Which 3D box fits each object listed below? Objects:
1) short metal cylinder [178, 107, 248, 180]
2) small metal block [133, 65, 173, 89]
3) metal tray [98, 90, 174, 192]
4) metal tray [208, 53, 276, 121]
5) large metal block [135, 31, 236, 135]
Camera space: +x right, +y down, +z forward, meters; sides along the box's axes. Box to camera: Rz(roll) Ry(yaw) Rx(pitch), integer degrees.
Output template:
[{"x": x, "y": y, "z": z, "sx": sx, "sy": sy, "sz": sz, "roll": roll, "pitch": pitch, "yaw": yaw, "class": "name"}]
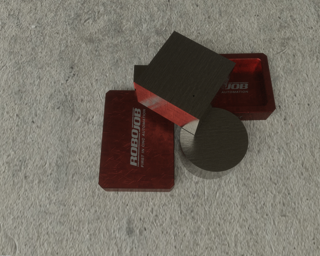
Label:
[{"x": 0.064, "y": 0.021, "z": 0.389, "sx": 0.080, "sy": 0.050, "sz": 0.080, "roll": 0, "pitch": 70, "yaw": 0, "class": "short metal cylinder"}, {"x": -0.008, "y": -0.061, "z": 0.418, "sx": 0.050, "sy": 0.050, "sz": 0.025, "roll": 1, "pitch": 70, "yaw": 0, "class": "small metal block"}, {"x": -0.027, "y": 0.016, "z": 0.402, "sx": 0.091, "sy": 0.030, "sz": 0.130, "roll": 1, "pitch": 70, "yaw": 0, "class": "metal tray"}, {"x": 0.084, "y": -0.056, "z": 0.428, "sx": 0.131, "sy": 0.030, "sz": 0.090, "roll": -1, "pitch": 70, "yaw": -1, "class": "metal tray"}, {"x": 0.029, "y": -0.052, "z": 0.361, "sx": 0.080, "sy": 0.050, "sz": 0.080, "roll": 31, "pitch": 73, "yaw": 10, "class": "large metal block"}]
